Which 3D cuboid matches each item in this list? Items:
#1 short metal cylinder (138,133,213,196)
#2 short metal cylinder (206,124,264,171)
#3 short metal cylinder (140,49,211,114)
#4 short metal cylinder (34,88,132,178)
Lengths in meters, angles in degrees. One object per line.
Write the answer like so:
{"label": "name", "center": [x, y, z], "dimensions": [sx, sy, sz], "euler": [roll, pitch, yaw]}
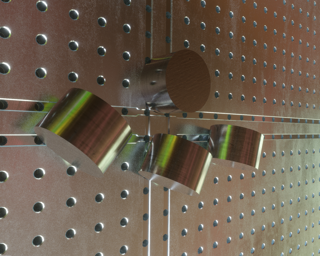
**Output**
{"label": "short metal cylinder", "center": [0.019, 0.047, 0.389], "dimensions": [0.080, 0.080, 0.050], "euler": [35, 69, -35]}
{"label": "short metal cylinder", "center": [0.110, 0.030, 0.465], "dimensions": [0.080, 0.080, 0.050], "euler": [22, 76, -38]}
{"label": "short metal cylinder", "center": [0.021, -0.059, 0.410], "dimensions": [0.081, 0.050, 0.079], "euler": [0, 90, -40]}
{"label": "short metal cylinder", "center": [-0.075, 0.006, 0.310], "dimensions": [0.080, 0.080, 0.050], "euler": [49, 61, -29]}
